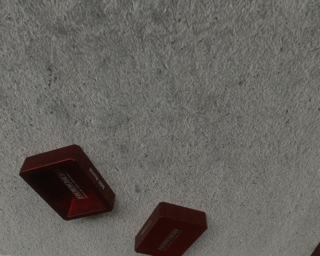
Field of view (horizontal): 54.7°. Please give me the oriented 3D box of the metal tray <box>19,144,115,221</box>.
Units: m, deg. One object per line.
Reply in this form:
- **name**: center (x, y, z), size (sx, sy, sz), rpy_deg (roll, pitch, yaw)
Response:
- **metal tray**: center (-0.137, 0.088, 0.477), size (0.090, 0.030, 0.130), rpy_deg (-16, 129, 12)

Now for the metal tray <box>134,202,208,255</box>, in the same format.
- **metal tray**: center (0.017, 0.192, 0.568), size (0.091, 0.030, 0.129), rpy_deg (18, 128, -15)

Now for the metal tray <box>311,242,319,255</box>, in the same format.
- **metal tray**: center (0.385, 0.267, 0.635), size (0.131, 0.030, 0.089), rpy_deg (1, 130, -1)
